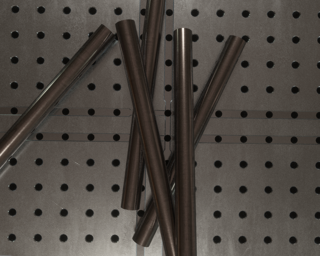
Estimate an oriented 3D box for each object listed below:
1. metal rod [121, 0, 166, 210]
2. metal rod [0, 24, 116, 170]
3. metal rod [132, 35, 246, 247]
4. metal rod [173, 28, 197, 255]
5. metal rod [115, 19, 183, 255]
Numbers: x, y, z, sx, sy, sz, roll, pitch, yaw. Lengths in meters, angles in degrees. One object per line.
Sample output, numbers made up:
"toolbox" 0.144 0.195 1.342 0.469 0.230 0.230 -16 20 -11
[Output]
"metal rod" -0.021 -0.042 0.413 0.025 0.025 0.298 7 90 -1
"metal rod" -0.167 -0.017 0.411 0.025 0.025 0.300 41 90 -1
"metal rod" 0.039 0.017 0.413 0.025 0.025 0.299 26 90 -1
"metal rod" 0.031 0.019 0.388 0.025 0.025 0.298 0 80 -1
"metal rod" -0.012 0.015 0.387 0.025 0.025 0.298 -12 90 0
